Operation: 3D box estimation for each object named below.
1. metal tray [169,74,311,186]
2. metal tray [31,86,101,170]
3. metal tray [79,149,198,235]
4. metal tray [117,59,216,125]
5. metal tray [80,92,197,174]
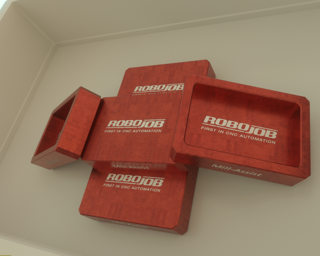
[{"bbox_3d":[0.082,0.001,0.317,0.131,0.030,0.090,12,65,1],"label":"metal tray"},{"bbox_3d":[-0.133,0.005,0.429,0.130,0.030,0.090,-20,49,53],"label":"metal tray"},{"bbox_3d":[-0.025,0.070,0.370,0.130,0.030,0.090,0,61,27],"label":"metal tray"},{"bbox_3d":[0.004,-0.044,0.424,0.130,0.030,0.090,0,61,27],"label":"metal tray"},{"bbox_3d":[-0.024,0.005,0.372,0.130,0.030,0.090,-1,61,27],"label":"metal tray"}]
